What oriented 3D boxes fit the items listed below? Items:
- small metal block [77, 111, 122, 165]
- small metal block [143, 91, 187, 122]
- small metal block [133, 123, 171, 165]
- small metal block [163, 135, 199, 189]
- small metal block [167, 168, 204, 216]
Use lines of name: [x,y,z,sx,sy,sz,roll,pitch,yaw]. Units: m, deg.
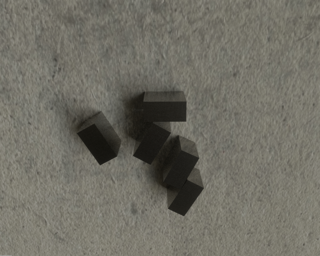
small metal block: [-0.076,0.012,0.400,0.025,0.050,0.050,-28,108,10]
small metal block: [0.006,-0.028,0.386,0.050,0.050,0.025,0,110,0]
small metal block: [-0.010,0.011,0.401,0.025,0.050,0.050,29,107,-10]
small metal block: [0.027,0.045,0.413,0.025,0.050,0.050,25,108,-9]
small metal block: [0.034,0.084,0.428,0.025,0.050,0.050,28,108,-10]
